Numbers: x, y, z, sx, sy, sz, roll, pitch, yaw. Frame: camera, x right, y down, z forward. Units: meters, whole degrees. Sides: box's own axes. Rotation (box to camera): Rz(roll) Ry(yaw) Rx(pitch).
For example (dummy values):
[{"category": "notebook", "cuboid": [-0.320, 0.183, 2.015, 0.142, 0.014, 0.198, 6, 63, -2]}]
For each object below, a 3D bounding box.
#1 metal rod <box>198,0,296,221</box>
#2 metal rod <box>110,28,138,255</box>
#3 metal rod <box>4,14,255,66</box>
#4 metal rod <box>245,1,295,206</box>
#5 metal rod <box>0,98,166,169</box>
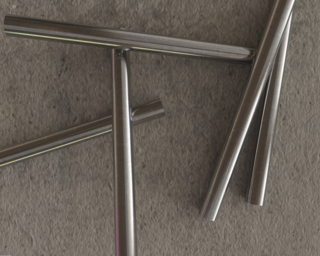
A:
[{"category": "metal rod", "cuboid": [0.110, -0.024, 0.399, 0.025, 0.025, 0.298, 19, 95, -1]}, {"category": "metal rod", "cuboid": [-0.045, 0.019, 0.375, 0.025, 0.025, 0.299, -3, 76, -1]}, {"category": "metal rod", "cuboid": [-0.027, -0.107, 0.383, 0.302, 0.025, 0.025, 4, 90, -11]}, {"category": "metal rod", "cuboid": [0.148, -0.048, 0.411, 0.025, 0.025, 0.298, 9, 90, -1]}, {"category": "metal rod", "cuboid": [-0.140, 0.018, 0.408, 0.302, 0.025, 0.025, -18, 90, -1]}]
